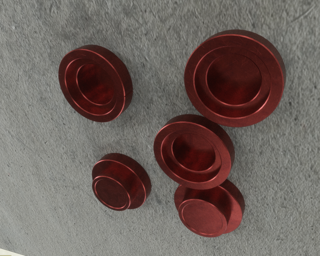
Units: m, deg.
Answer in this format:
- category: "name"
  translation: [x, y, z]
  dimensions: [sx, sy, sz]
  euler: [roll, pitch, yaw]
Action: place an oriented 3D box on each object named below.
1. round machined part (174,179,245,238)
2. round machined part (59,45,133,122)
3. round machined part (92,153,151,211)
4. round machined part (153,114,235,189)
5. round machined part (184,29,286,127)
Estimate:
- category: "round machined part"
  translation: [0.065, 0.113, 0.431]
  dimensions: [0.098, 0.042, 0.097]
  euler: [13, 124, 21]
- category: "round machined part"
  translation: [-0.077, -0.060, 0.400]
  dimensions: [0.098, 0.042, 0.097]
  euler: [13, 124, 21]
- category: "round machined part"
  translation: [-0.067, 0.091, 0.488]
  dimensions: [0.098, 0.042, 0.097]
  euler: [13, 124, 21]
- category: "round machined part"
  translation: [0.045, 0.026, 0.388]
  dimensions: [0.098, 0.042, 0.097]
  euler: [13, 124, 21]
- category: "round machined part"
  translation: [0.079, -0.053, 0.322]
  dimensions: [0.098, 0.042, 0.097]
  euler: [13, 124, 21]
